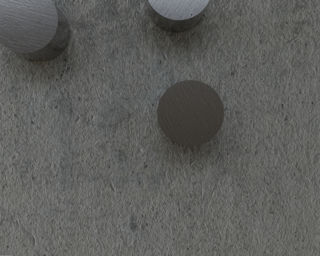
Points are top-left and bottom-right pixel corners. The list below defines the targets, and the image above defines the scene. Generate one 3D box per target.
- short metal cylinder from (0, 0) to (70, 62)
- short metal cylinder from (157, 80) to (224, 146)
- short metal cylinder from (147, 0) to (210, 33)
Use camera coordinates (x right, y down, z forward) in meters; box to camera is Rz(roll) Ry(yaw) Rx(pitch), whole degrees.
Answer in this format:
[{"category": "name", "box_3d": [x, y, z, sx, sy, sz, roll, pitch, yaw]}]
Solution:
[{"category": "short metal cylinder", "box_3d": [-0.162, -0.130, 0.396, 0.081, 0.050, 0.080, 0, 90, 0]}, {"category": "short metal cylinder", "box_3d": [0.037, -0.018, 0.398, 0.081, 0.050, 0.080, 0, 90, 0]}, {"category": "short metal cylinder", "box_3d": [0.023, -0.170, 0.397, 0.081, 0.050, 0.080, 0, 90, 0]}]
